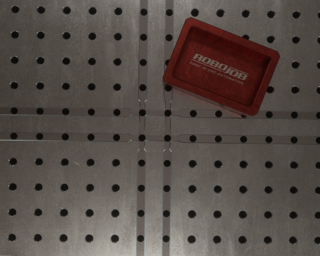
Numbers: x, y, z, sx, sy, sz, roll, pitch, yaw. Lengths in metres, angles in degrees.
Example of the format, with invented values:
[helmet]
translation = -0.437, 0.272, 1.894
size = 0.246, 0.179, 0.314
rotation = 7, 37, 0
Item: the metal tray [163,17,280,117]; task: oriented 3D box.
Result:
[metal tray]
translation = 0.079, -0.079, 0.411
size = 0.131, 0.030, 0.090
rotation = 22, 90, -1
